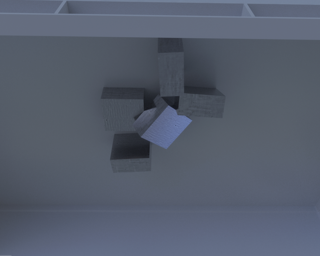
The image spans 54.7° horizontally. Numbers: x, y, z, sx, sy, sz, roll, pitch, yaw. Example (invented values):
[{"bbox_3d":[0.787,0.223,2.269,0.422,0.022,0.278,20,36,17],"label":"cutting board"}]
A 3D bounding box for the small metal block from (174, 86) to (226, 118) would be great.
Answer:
[{"bbox_3d":[0.045,-0.032,0.362,0.050,0.050,0.025,4,107,-4],"label":"small metal block"}]

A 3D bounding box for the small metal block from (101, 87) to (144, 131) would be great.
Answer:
[{"bbox_3d":[-0.045,-0.023,0.389,0.050,0.025,0.050,1,130,-1],"label":"small metal block"}]

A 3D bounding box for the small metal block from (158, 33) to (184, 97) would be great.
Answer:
[{"bbox_3d":[0.012,-0.069,0.333,0.025,0.050,0.050,-2,128,2],"label":"small metal block"}]

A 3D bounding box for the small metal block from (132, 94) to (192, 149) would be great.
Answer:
[{"bbox_3d":[0.003,-0.007,0.384,0.050,0.025,0.050,-49,137,12],"label":"small metal block"}]

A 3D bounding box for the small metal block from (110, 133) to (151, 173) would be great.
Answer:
[{"bbox_3d":[-0.038,0.033,0.420,0.050,0.050,0.025,-3,130,2],"label":"small metal block"}]
